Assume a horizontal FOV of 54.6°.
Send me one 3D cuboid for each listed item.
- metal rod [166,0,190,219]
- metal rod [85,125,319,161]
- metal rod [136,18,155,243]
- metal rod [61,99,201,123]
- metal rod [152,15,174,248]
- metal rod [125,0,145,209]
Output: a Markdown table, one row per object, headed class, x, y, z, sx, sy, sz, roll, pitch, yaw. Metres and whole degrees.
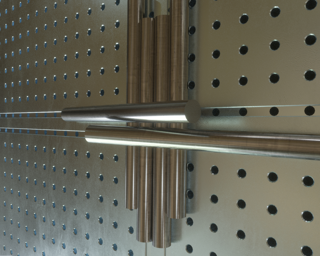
| class | x | y | z | sx | sy | sz | roll | pitch | yaw |
| --- | --- | --- | --- | --- | --- | --- | --- | --- | --- |
| metal rod | 0.023 | -0.038 | 0.390 | 0.025 | 0.025 | 0.298 | 1 | 91 | 40 |
| metal rod | 0.032 | 0.013 | 0.357 | 0.300 | 0.025 | 0.025 | 2 | 92 | 31 |
| metal rod | -0.017 | 0.003 | 0.423 | 0.025 | 0.025 | 0.298 | 2 | 91 | 40 |
| metal rod | -0.064 | -0.021 | 0.433 | 0.299 | 0.025 | 0.025 | 2 | 91 | 49 |
| metal rod | 0.004 | 0.005 | 0.408 | 0.025 | 0.025 | 0.298 | 1 | 91 | 40 |
| metal rod | -0.035 | -0.037 | 0.439 | 0.025 | 0.025 | 0.298 | 1 | 91 | 40 |
